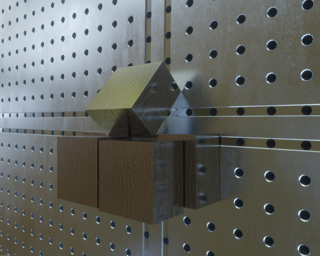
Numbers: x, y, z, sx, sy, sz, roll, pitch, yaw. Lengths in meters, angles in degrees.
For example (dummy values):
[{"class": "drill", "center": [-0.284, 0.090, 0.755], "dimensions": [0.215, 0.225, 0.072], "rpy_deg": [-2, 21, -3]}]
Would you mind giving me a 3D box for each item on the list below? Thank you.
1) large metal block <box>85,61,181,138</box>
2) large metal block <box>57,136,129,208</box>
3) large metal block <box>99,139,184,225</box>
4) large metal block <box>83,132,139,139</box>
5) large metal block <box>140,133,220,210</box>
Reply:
[{"class": "large metal block", "center": [-0.033, -0.035, 0.391], "dimensions": [0.080, 0.050, 0.080], "rpy_deg": [1, 48, 39]}, {"class": "large metal block", "center": [-0.085, 0.050, 0.392], "dimensions": [0.080, 0.050, 0.079], "rpy_deg": [0, 90, 39]}, {"class": "large metal block", "center": [-0.022, 0.053, 0.341], "dimensions": [0.080, 0.050, 0.079], "rpy_deg": [0, 90, 39]}, {"class": "large metal block", "center": [-0.067, 0.046, 0.446], "dimensions": [0.080, 0.050, 0.079], "rpy_deg": [2, 91, 39]}, {"class": "large metal block", "center": [0.023, 0.047, 0.372], "dimensions": [0.080, 0.050, 0.079], "rpy_deg": [-1, 89, 39]}]
